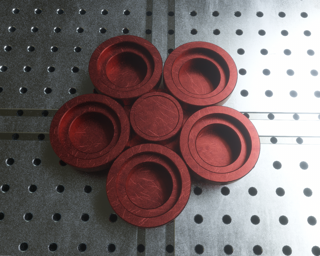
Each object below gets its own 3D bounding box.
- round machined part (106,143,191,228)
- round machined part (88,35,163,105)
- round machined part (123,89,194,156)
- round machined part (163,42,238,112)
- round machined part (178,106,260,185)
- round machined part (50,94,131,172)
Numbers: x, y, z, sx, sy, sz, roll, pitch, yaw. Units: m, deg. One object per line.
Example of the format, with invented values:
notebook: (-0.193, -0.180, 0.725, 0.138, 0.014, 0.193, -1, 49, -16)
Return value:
round machined part: (-0.013, 0.071, 0.376, 0.099, 0.042, 0.098, 0, 70, 0)
round machined part: (-0.046, -0.076, 0.430, 0.099, 0.042, 0.098, 0, 70, 0)
round machined part: (-0.004, -0.008, 0.405, 0.099, 0.042, 0.098, 0, 70, 0)
round machined part: (0.053, -0.066, 0.427, 0.099, 0.042, 0.098, 0, 70, 0)
round machined part: (0.072, 0.024, 0.394, 0.099, 0.042, 0.098, 0, 70, 0)
round machined part: (-0.086, 0.008, 0.399, 0.099, 0.042, 0.098, 0, 70, 0)
